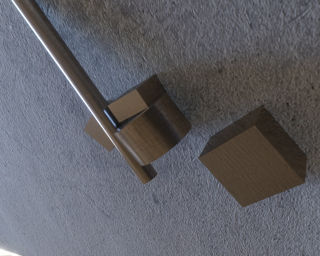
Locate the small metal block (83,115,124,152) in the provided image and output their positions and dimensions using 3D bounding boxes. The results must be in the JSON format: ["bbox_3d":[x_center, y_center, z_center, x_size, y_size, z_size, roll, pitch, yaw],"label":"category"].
[{"bbox_3d":[-0.075,-0.002,0.443,0.050,0.025,0.050,39,129,1],"label":"small metal block"}]

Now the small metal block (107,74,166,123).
[{"bbox_3d":[-0.028,-0.037,0.381,0.050,0.050,0.025,-24,105,36],"label":"small metal block"}]

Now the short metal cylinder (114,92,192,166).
[{"bbox_3d":[-0.009,0.001,0.375,0.080,0.080,0.050,-32,101,38],"label":"short metal cylinder"}]

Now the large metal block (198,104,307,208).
[{"bbox_3d":[0.106,0.034,0.355,0.080,0.050,0.080,48,129,-6],"label":"large metal block"}]

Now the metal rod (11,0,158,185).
[{"bbox_3d":[-0.099,-0.055,0.401,0.025,0.025,0.299,-32,94,38],"label":"metal rod"}]
